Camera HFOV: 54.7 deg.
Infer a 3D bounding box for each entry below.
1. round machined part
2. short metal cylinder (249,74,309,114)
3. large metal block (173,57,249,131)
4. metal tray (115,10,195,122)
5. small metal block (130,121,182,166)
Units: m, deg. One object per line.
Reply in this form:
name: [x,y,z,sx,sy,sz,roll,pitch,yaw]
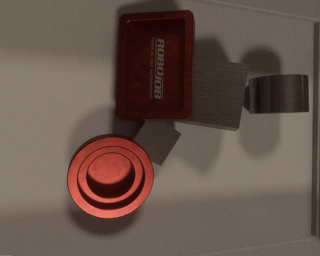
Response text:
round machined part: [-0.060,0.055,0.374,0.099,0.042,0.097,-2,99,-14]
short metal cylinder: [0.170,-0.046,0.446,0.081,0.080,0.050,-2,91,-20]
large metal block: [0.067,-0.043,0.406,0.080,0.050,0.080,9,86,9]
metal tray: [-0.004,-0.074,0.379,0.090,0.030,0.129,1,85,11]
small metal block: [-0.009,0.014,0.408,0.050,0.025,0.050,37,78,-17]
